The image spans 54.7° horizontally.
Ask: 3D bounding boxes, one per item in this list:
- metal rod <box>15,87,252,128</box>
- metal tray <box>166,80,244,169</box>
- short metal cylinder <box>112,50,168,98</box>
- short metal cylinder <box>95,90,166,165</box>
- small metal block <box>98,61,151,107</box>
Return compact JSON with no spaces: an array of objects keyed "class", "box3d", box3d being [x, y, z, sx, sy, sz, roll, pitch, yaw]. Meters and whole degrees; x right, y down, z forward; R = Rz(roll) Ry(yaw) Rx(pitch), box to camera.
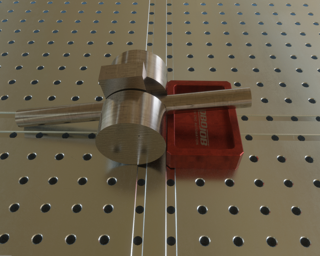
[{"class":"metal rod","box3d":[-0.039,-0.025,0.398,0.301,0.025,0.025,-5,50,7]},{"class":"metal tray","box3d":[0.054,-0.009,0.412,0.091,0.030,0.130,1,50,1]},{"class":"short metal cylinder","box3d":[-0.030,-0.058,0.418,0.081,0.080,0.050,1,50,0]},{"class":"short metal cylinder","box3d":[-0.033,0.001,0.370,0.080,0.080,0.050,1,50,1]},{"class":"small metal block","box3d":[-0.040,-0.049,0.371,0.050,0.050,0.025,-5,50,7]}]
